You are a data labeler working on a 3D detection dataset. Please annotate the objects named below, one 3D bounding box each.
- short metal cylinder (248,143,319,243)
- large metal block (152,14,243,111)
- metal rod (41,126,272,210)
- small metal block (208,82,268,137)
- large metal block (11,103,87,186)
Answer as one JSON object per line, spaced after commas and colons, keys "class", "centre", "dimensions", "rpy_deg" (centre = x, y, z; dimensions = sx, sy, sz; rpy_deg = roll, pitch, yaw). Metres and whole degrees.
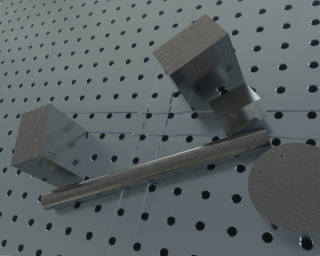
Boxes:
{"class": "short metal cylinder", "centre": [0.128, 0.060, 0.288], "dimensions": [0.080, 0.050, 0.080], "rpy_deg": [-13, 56, 20]}
{"class": "large metal block", "centre": [0.050, -0.081, 0.395], "dimensions": [0.080, 0.080, 0.050], "rpy_deg": [-35, 52, 4]}
{"class": "metal rod", "centre": [-0.018, 0.055, 0.382], "dimensions": [0.301, 0.025, 0.025], "rpy_deg": [-18, 55, 17]}
{"class": "small metal block", "centre": [0.090, -0.022, 0.362], "dimensions": [0.050, 0.025, 0.050], "rpy_deg": [-28, 27, 10]}
{"class": "large metal block", "centre": [-0.151, 0.026, 0.434], "dimensions": [0.050, 0.080, 0.080], "rpy_deg": [-17, 55, 18]}
